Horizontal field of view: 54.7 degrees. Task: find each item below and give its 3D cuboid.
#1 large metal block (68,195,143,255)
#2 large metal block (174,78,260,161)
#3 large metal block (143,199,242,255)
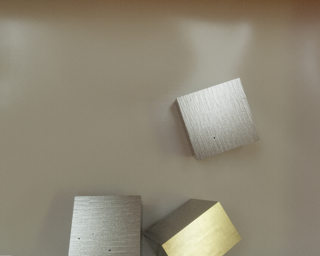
[{"bbox_3d":[-0.063,0.130,0.383,0.081,0.050,0.080,-1,64,-1],"label":"large metal block"},{"bbox_3d":[0.071,-0.011,0.400,0.080,0.050,0.080,-18,90,-1],"label":"large metal block"},{"bbox_3d":[0.035,0.131,0.373,0.080,0.080,0.050,-31,90,-20],"label":"large metal block"}]
